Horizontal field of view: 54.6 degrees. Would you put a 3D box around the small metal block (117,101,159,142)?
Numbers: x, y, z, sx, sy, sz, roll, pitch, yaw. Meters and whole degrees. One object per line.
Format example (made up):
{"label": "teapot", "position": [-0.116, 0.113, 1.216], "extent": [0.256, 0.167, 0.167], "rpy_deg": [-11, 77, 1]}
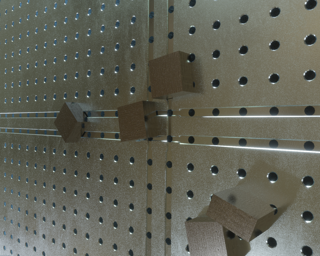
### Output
{"label": "small metal block", "position": [-0.032, -0.008, 0.437], "extent": [0.050, 0.025, 0.050], "rpy_deg": [-11, 83, 39]}

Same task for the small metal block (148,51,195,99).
{"label": "small metal block", "position": [0.014, -0.066, 0.399], "extent": [0.050, 0.025, 0.050], "rpy_deg": [-9, 84, 39]}

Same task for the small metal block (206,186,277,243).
{"label": "small metal block", "position": [0.085, 0.087, 0.323], "extent": [0.050, 0.050, 0.025], "rpy_deg": [26, 107, 37]}

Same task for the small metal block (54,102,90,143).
{"label": "small metal block", "position": [-0.154, -0.010, 0.538], "extent": [0.050, 0.025, 0.050], "rpy_deg": [51, 120, 27]}

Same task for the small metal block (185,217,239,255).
{"label": "small metal block", "position": [0.060, 0.132, 0.361], "extent": [0.050, 0.025, 0.050], "rpy_deg": [-15, 81, 39]}
